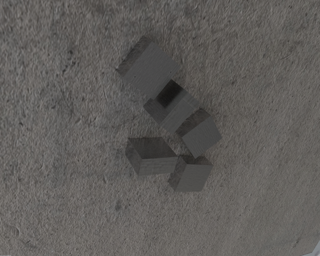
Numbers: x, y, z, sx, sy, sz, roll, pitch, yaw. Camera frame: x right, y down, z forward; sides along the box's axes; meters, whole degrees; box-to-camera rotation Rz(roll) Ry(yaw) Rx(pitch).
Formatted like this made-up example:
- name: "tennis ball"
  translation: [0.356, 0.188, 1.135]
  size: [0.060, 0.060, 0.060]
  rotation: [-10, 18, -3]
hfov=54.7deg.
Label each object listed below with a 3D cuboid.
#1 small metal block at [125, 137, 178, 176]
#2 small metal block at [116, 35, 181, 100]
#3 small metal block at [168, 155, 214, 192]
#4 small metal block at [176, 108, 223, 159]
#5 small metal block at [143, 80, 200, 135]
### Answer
- name: "small metal block"
  translation: [-0.012, 0.036, 0.406]
  size: [0.050, 0.050, 0.025]
  rotation: [-1, 119, -28]
- name: "small metal block"
  translation: [-0.013, -0.069, 0.357]
  size: [0.050, 0.025, 0.050]
  rotation: [34, 99, -39]
- name: "small metal block"
  translation: [0.047, 0.070, 0.476]
  size: [0.050, 0.025, 0.050]
  rotation: [7, 115, -32]
- name: "small metal block"
  translation: [0.055, 0.008, 0.441]
  size: [0.050, 0.025, 0.050]
  rotation: [-37, 129, -4]
- name: "small metal block"
  translation: [0.013, -0.028, 0.380]
  size: [0.050, 0.050, 0.025]
  rotation: [-49, 129, 6]
